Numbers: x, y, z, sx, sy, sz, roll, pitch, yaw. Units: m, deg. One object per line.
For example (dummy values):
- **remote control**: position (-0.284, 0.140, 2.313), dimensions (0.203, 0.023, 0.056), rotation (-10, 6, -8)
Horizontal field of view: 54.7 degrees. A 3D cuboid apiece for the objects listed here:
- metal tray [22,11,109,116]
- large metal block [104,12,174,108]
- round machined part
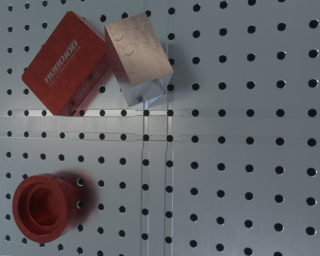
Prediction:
- **metal tray**: position (-0.135, -0.092, 0.457), dimensions (0.090, 0.030, 0.130), rotation (45, 104, 15)
- **large metal block**: position (-0.029, -0.081, 0.386), dimensions (0.050, 0.080, 0.080), rotation (-23, 82, -13)
- **round machined part**: position (-0.166, 0.116, 0.462), dimensions (0.098, 0.042, 0.097), rotation (0, 90, 20)
